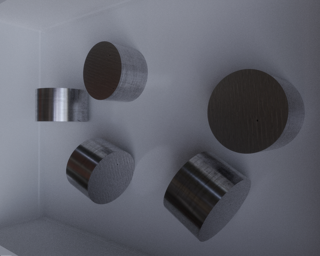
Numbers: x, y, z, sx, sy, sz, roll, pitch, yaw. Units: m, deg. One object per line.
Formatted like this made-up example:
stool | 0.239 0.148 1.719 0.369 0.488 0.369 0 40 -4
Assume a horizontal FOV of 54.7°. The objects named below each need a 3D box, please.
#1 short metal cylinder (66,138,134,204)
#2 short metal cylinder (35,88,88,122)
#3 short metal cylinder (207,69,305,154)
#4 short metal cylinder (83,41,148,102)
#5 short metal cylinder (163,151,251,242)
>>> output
short metal cylinder | -0.083 0.060 0.437 0.050 0.081 0.079 25 106 37
short metal cylinder | -0.158 -0.035 0.498 0.080 0.081 0.050 1 90 39
short metal cylinder | 0.096 -0.016 0.311 0.080 0.050 0.079 0 90 39
short metal cylinder | -0.064 -0.078 0.441 0.080 0.050 0.079 0 90 39
short metal cylinder | 0.050 0.071 0.328 0.050 0.081 0.079 38 113 33
